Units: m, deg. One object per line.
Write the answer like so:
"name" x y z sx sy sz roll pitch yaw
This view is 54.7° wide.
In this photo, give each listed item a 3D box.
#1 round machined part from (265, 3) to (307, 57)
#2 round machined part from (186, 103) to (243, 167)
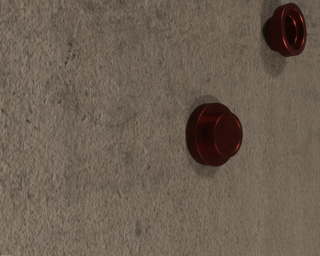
"round machined part" 0.240 -0.186 0.598 0.099 0.042 0.097 0 90 -40
"round machined part" 0.089 0.010 0.471 0.099 0.042 0.097 0 90 -40
